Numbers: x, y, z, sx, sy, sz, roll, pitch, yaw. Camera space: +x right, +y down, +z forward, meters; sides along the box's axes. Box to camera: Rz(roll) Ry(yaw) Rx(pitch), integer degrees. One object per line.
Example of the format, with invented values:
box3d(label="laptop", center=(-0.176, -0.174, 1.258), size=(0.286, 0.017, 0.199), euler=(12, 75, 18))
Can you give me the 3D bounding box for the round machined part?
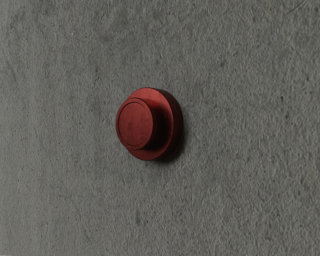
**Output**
box3d(label="round machined part", center=(-0.021, -0.005, 0.410), size=(0.098, 0.042, 0.097), euler=(0, 90, 39))
